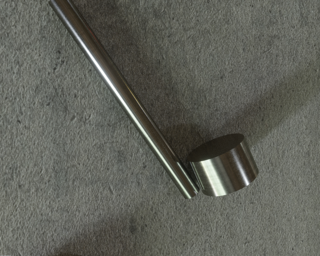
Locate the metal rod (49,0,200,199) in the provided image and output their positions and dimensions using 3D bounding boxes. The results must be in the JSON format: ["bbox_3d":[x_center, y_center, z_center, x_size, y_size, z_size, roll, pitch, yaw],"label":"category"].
[{"bbox_3d":[-0.038,-0.032,0.395,0.025,0.025,0.299,-38,102,-16],"label":"metal rod"}]

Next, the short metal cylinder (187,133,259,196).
[{"bbox_3d":[0.083,0.047,0.412,0.081,0.080,0.050,-28,100,-18],"label":"short metal cylinder"}]
